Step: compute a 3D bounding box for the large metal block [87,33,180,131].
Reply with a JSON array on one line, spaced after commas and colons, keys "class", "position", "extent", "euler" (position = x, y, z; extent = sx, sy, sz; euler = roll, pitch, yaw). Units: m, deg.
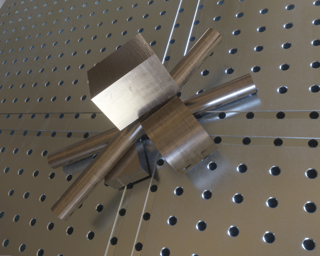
[{"class": "large metal block", "position": [-0.034, -0.056, 0.359], "extent": [0.080, 0.050, 0.080], "euler": [-35, 34, 6]}]

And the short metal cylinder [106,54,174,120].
[{"class": "short metal cylinder", "position": [-0.028, -0.057, 0.437], "extent": [0.080, 0.050, 0.080], "euler": [-13, 56, 21]}]

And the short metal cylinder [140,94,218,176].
[{"class": "short metal cylinder", "position": [0.021, 0.007, 0.353], "extent": [0.050, 0.080, 0.080], "euler": [-38, 51, 4]}]

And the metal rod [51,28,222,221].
[{"class": "metal rod", "position": [-0.024, -0.010, 0.391], "extent": [0.025, 0.025, 0.300], "euler": [35, 80, 38]}]

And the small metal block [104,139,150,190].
[{"class": "small metal block", "position": [-0.046, 0.044, 0.400], "extent": [0.050, 0.025, 0.050], "euler": [-25, 53, 13]}]

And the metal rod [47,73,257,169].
[{"class": "metal rod", "position": [-0.022, -0.003, 0.417], "extent": [0.301, 0.025, 0.025], "euler": [-21, 54, 15]}]
